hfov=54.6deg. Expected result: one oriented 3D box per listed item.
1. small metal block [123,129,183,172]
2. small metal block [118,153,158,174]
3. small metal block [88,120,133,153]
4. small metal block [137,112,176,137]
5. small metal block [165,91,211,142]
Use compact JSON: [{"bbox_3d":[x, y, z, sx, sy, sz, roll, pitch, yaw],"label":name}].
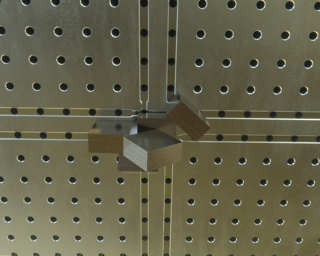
[{"bbox_3d":[-0.009,0.025,0.372,0.050,0.050,0.025,-13,115,-35],"label":"small metal block"},{"bbox_3d":[-0.028,0.047,0.415,0.050,0.050,0.025,1,79,0],"label":"small metal block"},{"bbox_3d":[-0.062,0.011,0.403,0.050,0.050,0.025,2,111,0],"label":"small metal block"},{"bbox_3d":[-0.005,0.007,0.416,0.050,0.025,0.050,1,110,-2],"label":"small metal block"},{"bbox_3d":[0.034,-0.016,0.394,0.050,0.050,0.025,41,104,-14],"label":"small metal block"}]
